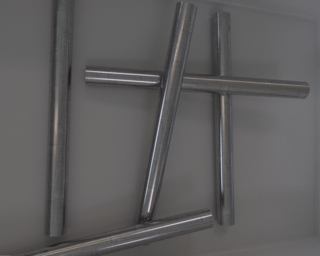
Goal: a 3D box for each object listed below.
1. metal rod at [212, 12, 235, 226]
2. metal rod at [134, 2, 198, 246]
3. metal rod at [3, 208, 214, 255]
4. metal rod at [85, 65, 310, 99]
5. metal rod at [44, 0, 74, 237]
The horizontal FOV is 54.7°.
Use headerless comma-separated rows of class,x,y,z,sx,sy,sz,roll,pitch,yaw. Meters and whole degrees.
metal rod,0.091,-0.012,0.443,0.025,0.025,0.298,-2,91,-20
metal rod,0.003,0.002,0.382,0.025,0.025,0.298,8,98,-20
metal rod,-0.083,0.138,0.359,0.302,0.025,0.025,-10,94,-12
metal rod,0.057,-0.059,0.409,0.302,0.025,0.025,2,90,-12
metal rod,-0.119,-0.025,0.366,0.025,0.025,0.298,2,89,-20
